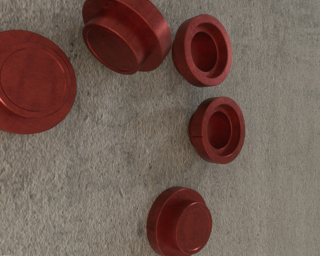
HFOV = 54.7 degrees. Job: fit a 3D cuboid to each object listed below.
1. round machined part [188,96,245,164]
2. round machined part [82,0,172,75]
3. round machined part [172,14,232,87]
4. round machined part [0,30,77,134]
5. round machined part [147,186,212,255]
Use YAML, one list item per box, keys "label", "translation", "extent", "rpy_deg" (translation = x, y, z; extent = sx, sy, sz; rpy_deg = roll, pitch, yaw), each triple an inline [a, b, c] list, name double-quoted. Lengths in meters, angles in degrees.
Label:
- label: "round machined part"
  translation: [0.080, 0.003, 0.461]
  extent: [0.099, 0.042, 0.097]
  rpy_deg: [0, 90, -40]
- label: "round machined part"
  translation: [-0.041, -0.094, 0.323]
  extent: [0.098, 0.098, 0.042]
  rpy_deg: [47, 62, -30]
- label: "round machined part"
  translation: [0.055, -0.106, 0.440]
  extent: [0.099, 0.042, 0.097]
  rpy_deg: [0, 90, -40]
- label: "round machined part"
  translation: [-0.124, -0.043, 0.290]
  extent: [0.099, 0.042, 0.097]
  rpy_deg: [0, 90, -40]
- label: "round machined part"
  translation: [0.033, 0.131, 0.422]
  extent: [0.099, 0.042, 0.097]
  rpy_deg: [0, 90, -40]
